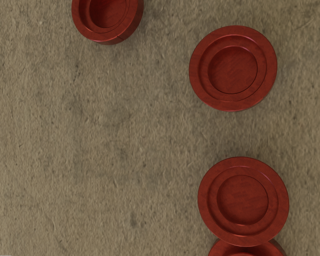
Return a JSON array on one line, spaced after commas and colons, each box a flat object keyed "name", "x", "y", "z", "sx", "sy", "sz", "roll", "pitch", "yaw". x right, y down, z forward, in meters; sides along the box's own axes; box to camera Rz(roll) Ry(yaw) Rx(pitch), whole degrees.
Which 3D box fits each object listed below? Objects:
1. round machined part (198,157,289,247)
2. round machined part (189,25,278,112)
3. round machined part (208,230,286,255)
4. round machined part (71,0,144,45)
[{"name": "round machined part", "x": 0.097, "y": 0.083, "z": 0.361, "sx": 0.098, "sy": 0.042, "sz": 0.097, "roll": -3, "pitch": 81, "yaw": 18}, {"name": "round machined part", "x": 0.087, "y": -0.067, "z": 0.369, "sx": 0.098, "sy": 0.042, "sz": 0.097, "roll": 0, "pitch": 90, "yaw": 19}, {"name": "round machined part", "x": 0.102, "y": 0.173, "z": 0.364, "sx": 0.098, "sy": 0.042, "sz": 0.097, "roll": 0, "pitch": 90, "yaw": 19}, {"name": "round machined part", "x": -0.067, "y": -0.161, "z": 0.422, "sx": 0.098, "sy": 0.042, "sz": 0.097, "roll": 0, "pitch": 90, "yaw": 19}]
